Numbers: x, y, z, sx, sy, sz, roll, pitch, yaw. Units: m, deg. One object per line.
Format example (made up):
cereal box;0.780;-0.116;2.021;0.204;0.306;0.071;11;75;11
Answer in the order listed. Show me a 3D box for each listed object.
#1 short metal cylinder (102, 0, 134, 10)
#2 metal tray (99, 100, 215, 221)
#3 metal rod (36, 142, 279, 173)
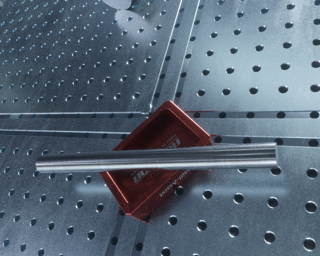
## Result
short metal cylinder;-0.079;-0.271;0.581;0.080;0.080;0.050;13;69;33
metal tray;-0.007;0.037;0.385;0.130;0.030;0.090;-43;51;-2
metal rod;-0.024;0.037;0.358;0.300;0.025;0.025;-5;60;25
